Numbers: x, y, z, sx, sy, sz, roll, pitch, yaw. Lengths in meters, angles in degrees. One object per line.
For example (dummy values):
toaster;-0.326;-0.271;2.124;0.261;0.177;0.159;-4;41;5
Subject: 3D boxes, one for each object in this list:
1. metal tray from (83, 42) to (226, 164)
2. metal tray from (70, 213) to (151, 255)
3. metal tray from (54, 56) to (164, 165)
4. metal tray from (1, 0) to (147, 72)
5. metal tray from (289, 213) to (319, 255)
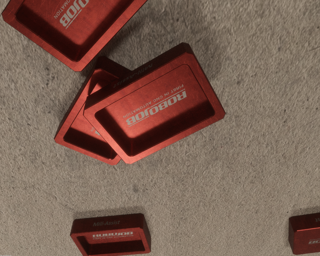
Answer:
metal tray;-0.006;-0.023;0.343;0.130;0.030;0.090;-27;122;13
metal tray;-0.088;0.201;0.574;0.131;0.030;0.089;-7;130;5
metal tray;-0.065;-0.015;0.389;0.090;0.030;0.129;26;125;-21
metal tray;-0.075;-0.126;0.295;0.090;0.030;0.130;36;121;-27
metal tray;0.310;0.192;0.573;0.131;0.030;0.090;-11;130;9
